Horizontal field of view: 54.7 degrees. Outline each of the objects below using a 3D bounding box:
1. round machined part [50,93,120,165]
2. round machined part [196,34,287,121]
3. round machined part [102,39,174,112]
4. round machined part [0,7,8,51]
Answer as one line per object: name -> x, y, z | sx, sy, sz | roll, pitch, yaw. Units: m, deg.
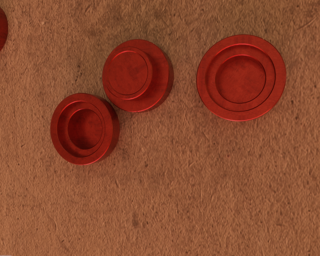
round machined part -> -0.100, 0.001, 0.435 | 0.098, 0.042, 0.097 | 0, 90, 20
round machined part -> 0.096, -0.056, 0.366 | 0.098, 0.042, 0.097 | 0, 90, 20
round machined part -> -0.034, -0.070, 0.412 | 0.098, 0.042, 0.097 | 0, 90, 20
round machined part -> -0.303, -0.164, 0.507 | 0.098, 0.042, 0.097 | 0, 90, 20
